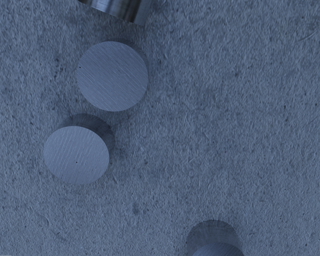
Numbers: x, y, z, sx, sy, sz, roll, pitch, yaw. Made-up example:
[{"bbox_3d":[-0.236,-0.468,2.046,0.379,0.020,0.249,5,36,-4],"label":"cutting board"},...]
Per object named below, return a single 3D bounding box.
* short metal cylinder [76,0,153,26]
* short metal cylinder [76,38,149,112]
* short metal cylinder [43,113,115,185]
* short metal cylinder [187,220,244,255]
[{"bbox_3d":[-0.046,-0.147,0.326,0.080,0.080,0.050,20,109,-7],"label":"short metal cylinder"},{"bbox_3d":[-0.054,-0.065,0.372,0.081,0.050,0.079,0,110,0],"label":"short metal cylinder"},{"bbox_3d":[-0.103,0.026,0.405,0.081,0.050,0.079,0,110,0],"label":"short metal cylinder"},{"bbox_3d":[0.082,0.187,0.466,0.081,0.050,0.079,0,110,0],"label":"short metal cylinder"}]
